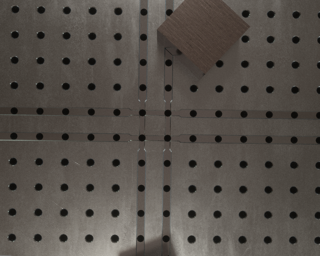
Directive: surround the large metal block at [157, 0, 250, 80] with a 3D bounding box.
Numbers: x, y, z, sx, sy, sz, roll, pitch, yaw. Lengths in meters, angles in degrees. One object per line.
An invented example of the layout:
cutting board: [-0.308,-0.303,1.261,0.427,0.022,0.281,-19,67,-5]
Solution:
large metal block: [0.053,-0.122,0.402,0.080,0.050,0.080,43,90,-1]
